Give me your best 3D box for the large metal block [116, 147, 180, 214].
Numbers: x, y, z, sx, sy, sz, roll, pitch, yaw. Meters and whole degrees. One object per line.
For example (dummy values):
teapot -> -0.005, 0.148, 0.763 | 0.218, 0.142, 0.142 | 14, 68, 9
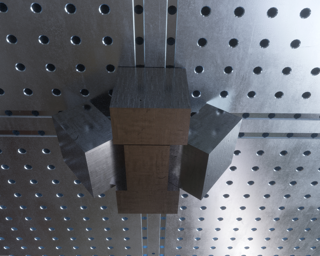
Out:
large metal block -> -0.016, 0.072, 0.435 | 0.081, 0.080, 0.050 | 1, 130, -1

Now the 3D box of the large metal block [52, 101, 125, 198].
large metal block -> -0.086, 0.025, 0.388 | 0.050, 0.080, 0.079 | -28, 139, -30

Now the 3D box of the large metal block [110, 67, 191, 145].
large metal block -> -0.010, -0.027, 0.351 | 0.081, 0.080, 0.050 | 1, 130, -1

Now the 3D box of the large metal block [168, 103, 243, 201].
large metal block -> 0.055, 0.028, 0.389 | 0.050, 0.080, 0.079 | 27, 136, 27

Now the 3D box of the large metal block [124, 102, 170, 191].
large metal block -> -0.015, 0.023, 0.394 | 0.050, 0.080, 0.079 | 1, 130, -1
